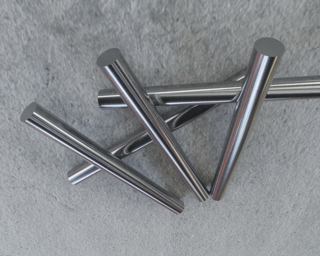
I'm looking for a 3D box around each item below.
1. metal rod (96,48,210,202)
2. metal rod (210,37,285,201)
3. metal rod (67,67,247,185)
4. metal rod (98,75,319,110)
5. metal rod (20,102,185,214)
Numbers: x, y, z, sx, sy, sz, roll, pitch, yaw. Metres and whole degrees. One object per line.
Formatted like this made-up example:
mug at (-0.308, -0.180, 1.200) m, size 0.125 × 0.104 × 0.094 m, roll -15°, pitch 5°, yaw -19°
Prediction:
metal rod at (0.010, 0.021, 0.393) m, size 0.025 × 0.025 × 0.300 m, roll -18°, pitch 138°, yaw 14°
metal rod at (0.092, 0.019, 0.379) m, size 0.025 × 0.025 × 0.298 m, roll 0°, pitch 144°, yaw 0°
metal rod at (-0.009, 0.006, 0.412) m, size 0.300 × 0.025 × 0.025 m, roll -30°, pitch 125°, yaw 22°
metal rod at (0.076, -0.040, 0.344) m, size 0.301 × 0.025 × 0.025 m, roll -2°, pitch 131°, yaw 13°
metal rod at (-0.054, 0.058, 0.423) m, size 0.025 × 0.025 × 0.300 m, roll -28°, pitch 135°, yaw 21°
